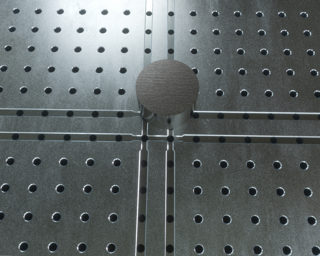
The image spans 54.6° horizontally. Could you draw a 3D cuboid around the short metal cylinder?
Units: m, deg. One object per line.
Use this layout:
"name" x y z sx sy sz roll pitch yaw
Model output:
"short metal cylinder" 0.009 -0.044 0.415 0.080 0.050 0.080 0 70 0
